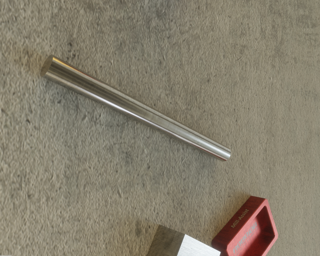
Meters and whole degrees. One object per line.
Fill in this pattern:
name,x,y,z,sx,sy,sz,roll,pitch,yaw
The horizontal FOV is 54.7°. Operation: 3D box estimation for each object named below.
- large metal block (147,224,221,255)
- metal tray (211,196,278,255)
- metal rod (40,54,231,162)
large metal block,0.026,0.186,0.413,0.080,0.050,0.080,38,67,-34
metal tray,0.149,0.190,0.530,0.131,0.030,0.090,-34,111,-35
metal rod,-0.006,-0.011,0.401,0.301,0.025,0.025,26,74,-37
